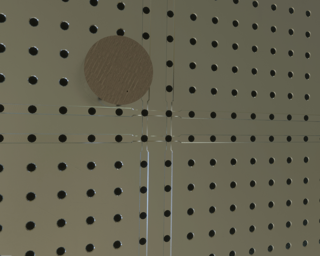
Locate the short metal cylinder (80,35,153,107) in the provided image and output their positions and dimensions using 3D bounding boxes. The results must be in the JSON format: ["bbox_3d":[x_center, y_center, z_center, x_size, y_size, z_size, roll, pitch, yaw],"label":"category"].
[{"bbox_3d":[-0.054,-0.066,0.379,0.081,0.050,0.080,0,90,-20],"label":"short metal cylinder"}]
